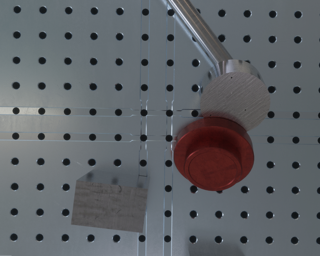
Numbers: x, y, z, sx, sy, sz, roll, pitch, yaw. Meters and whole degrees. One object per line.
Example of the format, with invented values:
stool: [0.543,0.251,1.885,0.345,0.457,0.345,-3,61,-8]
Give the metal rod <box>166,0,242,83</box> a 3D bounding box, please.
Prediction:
metal rod: [0.016,-0.180,0.413,0.025,0.025,0.299,-37,90,0]

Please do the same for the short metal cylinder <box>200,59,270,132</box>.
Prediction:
short metal cylinder: [0.091,-0.039,0.385,0.080,0.050,0.079,3,119,6]

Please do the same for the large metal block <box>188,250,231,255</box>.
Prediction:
large metal block: [0.074,0.213,0.402,0.080,0.050,0.080,7,90,0]

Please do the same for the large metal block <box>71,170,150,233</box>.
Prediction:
large metal block: [-0.056,0.088,0.386,0.081,0.080,0.050,7,90,0]

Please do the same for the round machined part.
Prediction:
round machined part: [0.065,0.039,0.382,0.099,0.042,0.097,5,124,8]
